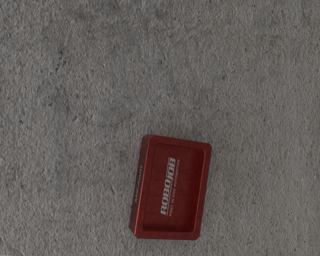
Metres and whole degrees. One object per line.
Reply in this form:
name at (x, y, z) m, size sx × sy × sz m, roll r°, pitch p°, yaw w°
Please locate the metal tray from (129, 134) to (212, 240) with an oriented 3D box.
metal tray at (0.015, 0.078, 0.411) m, size 0.091 × 0.030 × 0.129 m, roll 10°, pitch 87°, yaw -20°
